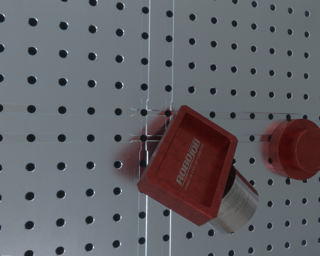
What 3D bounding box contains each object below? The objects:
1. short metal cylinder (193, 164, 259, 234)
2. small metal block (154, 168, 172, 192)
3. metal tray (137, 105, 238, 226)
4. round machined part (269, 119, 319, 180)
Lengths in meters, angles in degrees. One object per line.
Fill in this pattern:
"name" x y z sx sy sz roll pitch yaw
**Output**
"short metal cylinder" 0.082 0.092 0.413 0.050 0.080 0.080 46 76 -19
"small metal block" 0.009 0.079 0.403 0.050 0.050 0.025 44 77 -15
"metal tray" 0.039 0.041 0.381 0.090 0.030 0.130 32 48 -4
"round machined part" 0.225 0.034 0.487 0.099 0.042 0.097 0 90 -20
